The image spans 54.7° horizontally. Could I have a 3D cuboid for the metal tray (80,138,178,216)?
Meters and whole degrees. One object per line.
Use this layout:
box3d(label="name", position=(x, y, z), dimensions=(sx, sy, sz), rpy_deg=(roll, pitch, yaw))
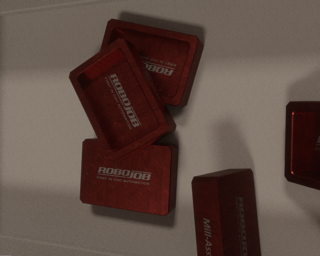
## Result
box3d(label="metal tray", position=(-0.043, 0.063, 0.422), dimensions=(0.130, 0.030, 0.089), rpy_deg=(3, 91, 19))

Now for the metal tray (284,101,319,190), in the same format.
box3d(label="metal tray", position=(0.183, 0.020, 0.296), dimensions=(0.130, 0.030, 0.089), rpy_deg=(10, 102, 62))

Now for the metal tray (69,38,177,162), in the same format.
box3d(label="metal tray", position=(-0.049, -0.034, 0.391), dimensions=(0.090, 0.030, 0.130), rpy_deg=(-30, 81, 17))

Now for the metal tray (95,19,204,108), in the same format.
box3d(label="metal tray", position=(-0.018, -0.087, 0.413), dimensions=(0.130, 0.030, 0.089), rpy_deg=(18, 96, 18))

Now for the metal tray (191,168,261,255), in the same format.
box3d(label="metal tray", position=(0.077, 0.114, 0.343), dimensions=(0.030, 0.091, 0.129), rpy_deg=(-8, 85, 39))
